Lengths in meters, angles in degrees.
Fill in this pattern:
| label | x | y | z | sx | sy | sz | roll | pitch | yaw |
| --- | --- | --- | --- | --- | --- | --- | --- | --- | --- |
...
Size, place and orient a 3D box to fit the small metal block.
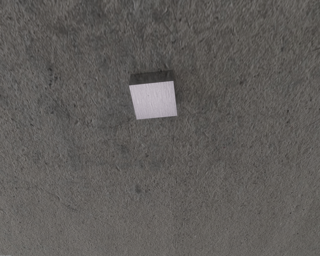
| label | x | y | z | sx | sy | sz | roll | pitch | yaw |
| --- | --- | --- | --- | --- | --- | --- | --- | --- | --- |
| small metal block | -0.007 | -0.040 | 0.373 | 0.050 | 0.025 | 0.050 | -5 | 130 | 4 |
